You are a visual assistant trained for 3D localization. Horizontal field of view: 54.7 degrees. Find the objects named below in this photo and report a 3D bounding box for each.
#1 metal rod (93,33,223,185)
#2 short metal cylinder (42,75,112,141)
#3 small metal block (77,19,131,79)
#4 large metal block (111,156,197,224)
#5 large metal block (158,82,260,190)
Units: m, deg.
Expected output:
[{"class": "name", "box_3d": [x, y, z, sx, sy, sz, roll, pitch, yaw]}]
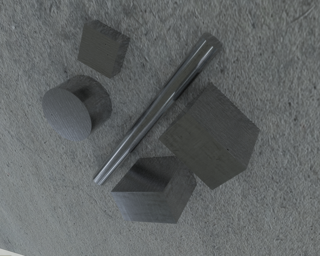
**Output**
[{"class": "metal rod", "box_3d": [-0.022, -0.004, 0.415, 0.025, 0.025, 0.298, 41, 129, 0]}, {"class": "short metal cylinder", "box_3d": [-0.115, -0.028, 0.434, 0.080, 0.050, 0.079, 13, 124, 21]}, {"class": "small metal block", "box_3d": [-0.070, -0.098, 0.384, 0.050, 0.025, 0.050, 31, 128, 8]}, {"class": "large metal block", "box_3d": [-0.006, 0.082, 0.425, 0.080, 0.080, 0.050, -7, 115, 31]}, {"class": "large metal block", "box_3d": [0.058, 0.007, 0.345, 0.080, 0.080, 0.050, 44, 129, -3]}]
